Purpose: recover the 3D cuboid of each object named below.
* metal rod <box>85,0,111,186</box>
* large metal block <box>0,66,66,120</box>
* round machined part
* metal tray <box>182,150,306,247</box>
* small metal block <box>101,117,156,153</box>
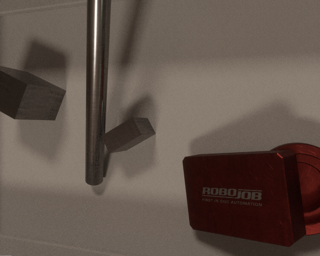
[{"bbox_3d":[-0.076,-0.055,0.373,0.025,0.025,0.298,19,120,18],"label":"metal rod"},{"bbox_3d":[-0.201,-0.051,0.450,0.080,0.080,0.050,26,99,18],"label":"large metal block"},{"bbox_3d":[0.154,0.065,0.347,0.098,0.042,0.097,0,90,19],"label":"round machined part"},{"bbox_3d":[0.087,0.073,0.347,0.130,0.030,0.089,-9,87,47],"label":"metal tray"},{"bbox_3d":[-0.041,0.009,0.411,0.050,0.050,0.025,-30,81,17],"label":"small metal block"}]
